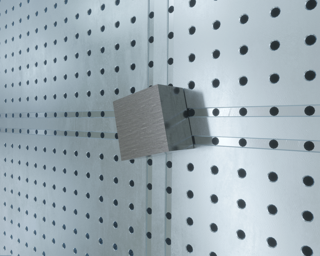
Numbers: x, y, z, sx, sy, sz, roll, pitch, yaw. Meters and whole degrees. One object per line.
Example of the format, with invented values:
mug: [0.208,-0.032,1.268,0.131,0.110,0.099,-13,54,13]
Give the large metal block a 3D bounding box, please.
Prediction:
large metal block: [-0.010,-0.005,0.401,0.080,0.050,0.080,-15,81,39]
